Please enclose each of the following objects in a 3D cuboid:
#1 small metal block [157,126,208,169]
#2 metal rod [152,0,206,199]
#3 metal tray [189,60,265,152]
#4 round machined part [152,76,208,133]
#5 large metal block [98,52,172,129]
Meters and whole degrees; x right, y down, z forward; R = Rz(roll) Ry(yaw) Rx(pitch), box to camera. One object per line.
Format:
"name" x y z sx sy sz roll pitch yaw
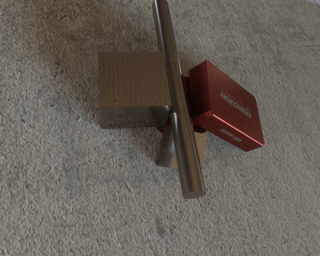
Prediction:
"small metal block" 0.028 0.028 0.390 0.050 0.025 0.050 14 81 -20
"metal rod" 0.018 -0.058 0.397 0.025 0.025 0.299 8 56 -24
"metal tray" 0.097 -0.028 0.442 0.131 0.030 0.090 26 51 -38
"round machined part" 0.034 -0.033 0.432 0.099 0.042 0.098 14 56 -21
"large metal block" -0.034 -0.047 0.386 0.081 0.050 0.080 -2 61 -9
